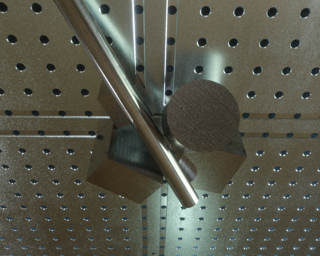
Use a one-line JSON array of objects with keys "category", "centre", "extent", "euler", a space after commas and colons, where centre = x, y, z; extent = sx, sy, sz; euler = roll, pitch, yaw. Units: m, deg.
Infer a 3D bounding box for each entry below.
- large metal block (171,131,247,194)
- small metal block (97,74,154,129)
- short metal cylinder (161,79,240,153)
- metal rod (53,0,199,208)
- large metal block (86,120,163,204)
[{"category": "large metal block", "centre": [0.061, 0.041, 0.430], "extent": [0.081, 0.050, 0.079], "euler": [13, 129, -12]}, {"category": "small metal block", "centre": [-0.041, -0.032, 0.384], "extent": [0.050, 0.025, 0.050], "euler": [-19, 128, 15]}, {"category": "short metal cylinder", "centre": [0.044, -0.011, 0.358], "extent": [0.081, 0.080, 0.050], "euler": [7, 173, -6]}, {"category": "metal rod", "centre": [-0.028, -0.019, 0.355], "extent": [0.025, 0.025, 0.299], "euler": [-22, 116, 17]}, {"category": "large metal block", "centre": [-0.043, 0.041, 0.410], "extent": [0.080, 0.080, 0.050], "euler": [30, 124, -23]}]
